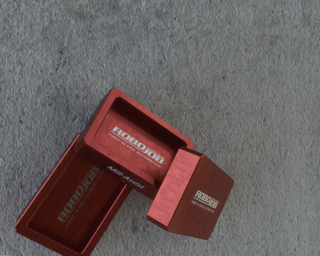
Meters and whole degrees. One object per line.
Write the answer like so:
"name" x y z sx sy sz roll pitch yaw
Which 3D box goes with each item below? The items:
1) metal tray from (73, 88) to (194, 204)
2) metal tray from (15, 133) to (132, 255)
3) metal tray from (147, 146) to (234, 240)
"metal tray" -0.025 0.022 0.374 0.130 0.030 0.090 35 49 -17
"metal tray" -0.094 0.081 0.371 0.090 0.030 0.130 36 78 -17
"metal tray" 0.045 0.086 0.385 0.130 0.030 0.090 39 75 -54
